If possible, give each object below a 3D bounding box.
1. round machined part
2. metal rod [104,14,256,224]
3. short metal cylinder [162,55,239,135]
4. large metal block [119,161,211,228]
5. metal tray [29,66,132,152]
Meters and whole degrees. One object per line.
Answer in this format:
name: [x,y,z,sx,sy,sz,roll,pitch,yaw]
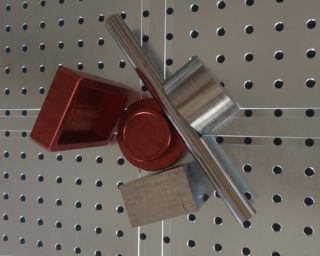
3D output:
round machined part: [-0.013,0.009,0.407,0.098,0.042,0.097,0,90,19]
metal rod: [0.019,-0.020,0.383,0.025,0.025,0.299,-37,79,16]
short metal cylinder: [0.048,-0.039,0.365,0.050,0.080,0.080,-39,78,16]
large metal block: [0.010,0.077,0.379,0.080,0.080,0.050,-20,84,18]
metal tray: [-0.091,-0.020,0.388,0.030,0.130,0.090,29,99,17]
